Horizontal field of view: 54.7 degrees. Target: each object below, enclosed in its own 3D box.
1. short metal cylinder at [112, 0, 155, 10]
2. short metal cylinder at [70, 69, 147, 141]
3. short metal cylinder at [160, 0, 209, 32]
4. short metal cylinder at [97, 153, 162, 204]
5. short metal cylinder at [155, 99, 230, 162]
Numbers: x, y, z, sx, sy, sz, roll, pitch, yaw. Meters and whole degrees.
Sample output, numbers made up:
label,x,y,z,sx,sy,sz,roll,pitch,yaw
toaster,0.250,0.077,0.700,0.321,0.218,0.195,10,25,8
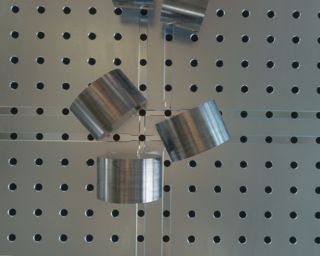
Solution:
label,x,y,z,sx,sy,sz,roll,pitch,yaw
short metal cylinder,-0.030,-0.191,0.385,0.050,0.080,0.079,5,90,0
short metal cylinder,-0.063,-0.028,0.385,0.080,0.080,0.050,-40,90,0
short metal cylinder,0.034,-0.166,0.386,0.050,0.080,0.080,14,90,0
short metal cylinder,-0.038,0.060,0.386,0.081,0.080,0.050,0,90,-1
short metal cylinder,0.040,0.003,0.386,0.080,0.080,0.050,-23,90,0
